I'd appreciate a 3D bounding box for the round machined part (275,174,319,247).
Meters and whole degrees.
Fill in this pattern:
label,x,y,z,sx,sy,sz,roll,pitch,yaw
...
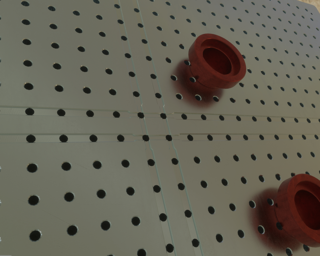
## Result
label,x,y,z,sx,sy,sz,roll,pitch,yaw
round machined part,0.204,0.118,0.438,0.099,0.042,0.098,14,56,-21

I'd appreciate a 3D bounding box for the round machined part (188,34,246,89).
label,x,y,z,sx,sy,sz,roll,pitch,yaw
round machined part,0.089,-0.105,0.511,0.099,0.042,0.098,14,56,-21
